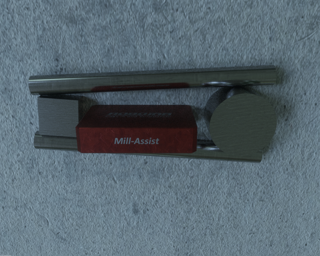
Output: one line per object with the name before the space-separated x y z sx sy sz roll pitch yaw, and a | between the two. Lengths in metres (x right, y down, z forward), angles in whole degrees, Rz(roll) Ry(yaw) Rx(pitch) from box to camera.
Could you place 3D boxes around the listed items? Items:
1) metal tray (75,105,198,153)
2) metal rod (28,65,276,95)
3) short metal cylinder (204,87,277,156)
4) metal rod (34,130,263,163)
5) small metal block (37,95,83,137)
metal tray | -0.025 -0.002 0.374 0.131 0.090 0.030 0 110 0
metal rod | -0.009 -0.060 0.389 0.302 0.025 0.025 -2 110 0
short metal cylinder | 0.099 -0.011 0.394 0.081 0.050 0.079 0 110 0
metal rod | -0.014 0.026 0.420 0.302 0.025 0.025 4 110 -2
small metal block | -0.129 -0.017 0.404 0.050 0.025 0.050 4 110 -2
